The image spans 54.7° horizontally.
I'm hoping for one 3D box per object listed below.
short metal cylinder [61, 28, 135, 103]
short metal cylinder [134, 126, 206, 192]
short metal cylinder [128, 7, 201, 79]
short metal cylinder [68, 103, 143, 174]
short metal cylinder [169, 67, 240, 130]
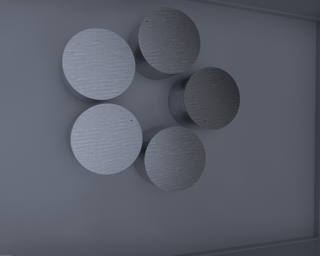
[{"bbox_3d":[-0.075,-0.071,0.367,0.081,0.050,0.080,0,90,-20],"label":"short metal cylinder"},{"bbox_3d":[0.011,0.038,0.399,0.081,0.050,0.080,0,90,-20],"label":"short metal cylinder"},{"bbox_3d":[0.004,-0.105,0.396,0.081,0.050,0.080,0,90,-20],"label":"short metal cylinder"},{"bbox_3d":[-0.067,0.012,0.370,0.081,0.050,0.080,0,90,-20],"label":"short metal cylinder"},{"bbox_3d":[0.059,-0.038,0.416,0.081,0.050,0.080,0,90,-20],"label":"short metal cylinder"}]
